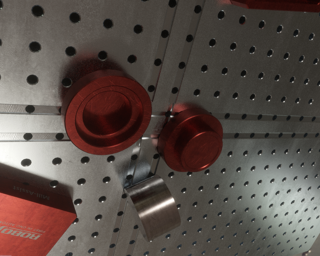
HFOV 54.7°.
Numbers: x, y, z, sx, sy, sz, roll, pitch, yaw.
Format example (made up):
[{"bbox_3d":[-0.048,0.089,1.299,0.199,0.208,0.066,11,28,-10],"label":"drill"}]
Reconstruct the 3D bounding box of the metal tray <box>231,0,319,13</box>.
[{"bbox_3d":[0.156,-0.192,0.376,0.131,0.030,0.089,-8,122,-25],"label":"metal tray"}]

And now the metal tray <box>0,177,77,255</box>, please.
[{"bbox_3d":[-0.182,0.113,0.379,0.130,0.030,0.090,32,100,-39],"label":"metal tray"}]

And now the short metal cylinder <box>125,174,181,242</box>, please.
[{"bbox_3d":[-0.012,0.113,0.441,0.050,0.080,0.080,-22,127,-16],"label":"short metal cylinder"}]

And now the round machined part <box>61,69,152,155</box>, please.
[{"bbox_3d":[-0.062,-0.021,0.354,0.099,0.042,0.097,-14,124,-21],"label":"round machined part"}]

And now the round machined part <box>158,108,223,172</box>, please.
[{"bbox_3d":[0.050,0.024,0.445,0.099,0.042,0.097,-14,125,-21],"label":"round machined part"}]
